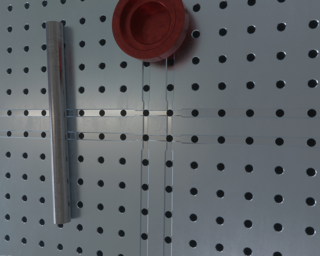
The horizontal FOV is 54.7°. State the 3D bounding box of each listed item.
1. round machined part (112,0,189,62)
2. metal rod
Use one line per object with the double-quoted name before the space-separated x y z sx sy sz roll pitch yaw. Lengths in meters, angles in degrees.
"round machined part" -0.010 -0.135 0.407 0.098 0.042 0.097 0 90 19
"metal rod" -0.153 -0.009 0.466 0.025 0.025 0.298 -3 89 20
